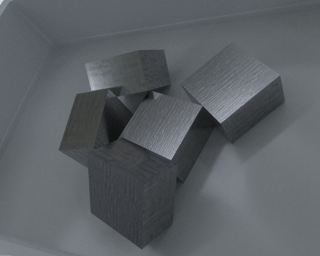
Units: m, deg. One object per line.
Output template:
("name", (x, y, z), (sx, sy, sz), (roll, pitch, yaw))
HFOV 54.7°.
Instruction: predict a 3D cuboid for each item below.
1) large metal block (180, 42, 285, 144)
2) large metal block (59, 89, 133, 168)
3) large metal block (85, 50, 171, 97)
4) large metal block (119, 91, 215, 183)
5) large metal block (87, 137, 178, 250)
("large metal block", (0.085, -0.043, 0.368), (0.080, 0.050, 0.080), (-39, 51, 1))
("large metal block", (-0.074, 0.008, 0.401), (0.050, 0.080, 0.080), (-5, 59, 25))
("large metal block", (-0.041, -0.074, 0.426), (0.080, 0.080, 0.050), (-8, 100, 25))
("large metal block", (0.007, 0.008, 0.379), (0.080, 0.050, 0.080), (21, 73, 35))
("large metal block", (-0.031, 0.067, 0.334), (0.080, 0.079, 0.050), (22, 31, 34))
